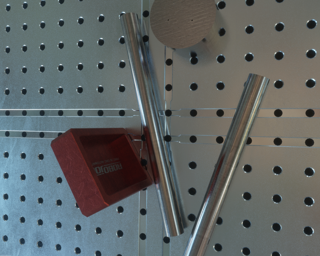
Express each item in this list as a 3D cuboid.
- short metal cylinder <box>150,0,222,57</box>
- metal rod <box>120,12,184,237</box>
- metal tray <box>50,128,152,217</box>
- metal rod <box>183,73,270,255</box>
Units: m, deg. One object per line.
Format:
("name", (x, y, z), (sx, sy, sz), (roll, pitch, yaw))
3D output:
("short metal cylinder", (0.034, -0.133, 0.387), (0.080, 0.050, 0.079), (0, 90, 19))
("metal rod", (-0.012, -0.008, 0.415), (0.025, 0.025, 0.298), (-14, 86, 19))
("metal tray", (-0.064, 0.046, 0.378), (0.030, 0.130, 0.090), (-31, 80, 17))
("metal rod", (0.071, 0.079, 0.386), (0.025, 0.025, 0.298), (21, 97, 18))
